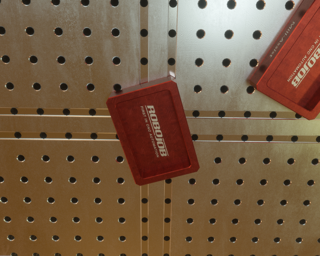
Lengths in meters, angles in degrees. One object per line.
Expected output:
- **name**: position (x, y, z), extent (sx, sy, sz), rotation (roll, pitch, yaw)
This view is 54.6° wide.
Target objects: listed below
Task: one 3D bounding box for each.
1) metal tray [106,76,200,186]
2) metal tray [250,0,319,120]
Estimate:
- **metal tray**: position (-0.007, 0.006, 0.412), extent (0.090, 0.030, 0.129), rotation (-15, 110, 5)
- **metal tray**: position (0.186, -0.086, 0.380), extent (0.090, 0.030, 0.129), rotation (28, 108, -10)
